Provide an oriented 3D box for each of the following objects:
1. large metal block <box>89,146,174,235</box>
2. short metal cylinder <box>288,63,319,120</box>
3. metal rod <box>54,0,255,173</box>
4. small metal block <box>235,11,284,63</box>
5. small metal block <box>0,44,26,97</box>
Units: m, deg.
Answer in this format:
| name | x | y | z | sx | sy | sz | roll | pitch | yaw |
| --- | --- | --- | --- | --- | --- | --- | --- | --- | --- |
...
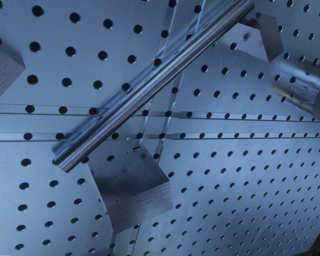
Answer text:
| name | x | y | z | sx | sy | sz | roll | pitch | yaw |
| --- | --- | --- | --- | --- | --- | --- | --- | --- | --- |
| large metal block | -0.038 | 0.077 | 0.404 | 0.081 | 0.080 | 0.050 | -20 | 126 | -17 |
| short metal cylinder | 0.259 | -0.059 | 0.503 | 0.081 | 0.050 | 0.079 | -14 | 125 | -21 |
| metal rod | -0.007 | -0.055 | 0.375 | 0.300 | 0.025 | 0.025 | -42 | 130 | 0 |
| small metal block | 0.125 | -0.117 | 0.393 | 0.025 | 0.050 | 0.050 | -38 | 130 | -3 |
| small metal block | -0.164 | -0.056 | 0.287 | 0.050 | 0.025 | 0.050 | -46 | 130 | 4 |
